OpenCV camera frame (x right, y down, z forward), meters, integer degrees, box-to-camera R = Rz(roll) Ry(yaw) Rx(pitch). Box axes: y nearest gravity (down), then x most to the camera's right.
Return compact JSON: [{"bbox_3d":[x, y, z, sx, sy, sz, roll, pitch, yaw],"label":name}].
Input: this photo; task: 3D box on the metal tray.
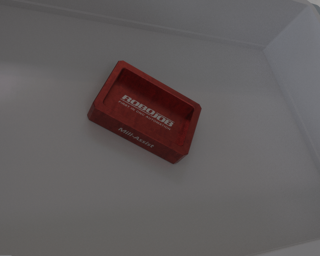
[{"bbox_3d":[-0.016,-0.022,0.406,0.130,0.030,0.090,29,52,-10],"label":"metal tray"}]
